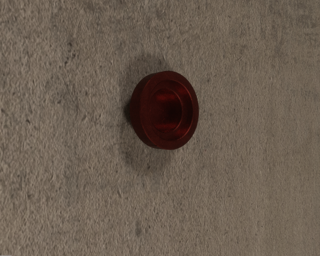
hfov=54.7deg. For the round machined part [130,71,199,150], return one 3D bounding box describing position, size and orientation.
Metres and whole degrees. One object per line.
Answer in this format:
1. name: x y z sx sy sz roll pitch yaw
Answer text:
1. round machined part: 0.001 -0.022 0.397 0.099 0.042 0.097 0 90 -40
